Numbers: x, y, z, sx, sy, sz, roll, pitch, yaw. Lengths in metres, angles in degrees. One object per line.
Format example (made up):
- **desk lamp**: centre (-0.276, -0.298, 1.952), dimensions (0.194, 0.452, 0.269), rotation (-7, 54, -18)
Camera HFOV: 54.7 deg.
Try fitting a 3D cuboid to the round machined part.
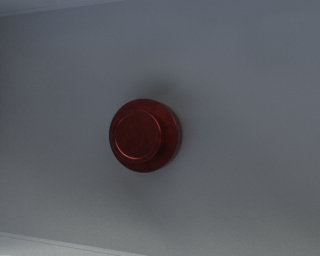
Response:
- **round machined part**: centre (-0.024, 0.010, 0.405), dimensions (0.098, 0.042, 0.097), rotation (0, 90, 19)
